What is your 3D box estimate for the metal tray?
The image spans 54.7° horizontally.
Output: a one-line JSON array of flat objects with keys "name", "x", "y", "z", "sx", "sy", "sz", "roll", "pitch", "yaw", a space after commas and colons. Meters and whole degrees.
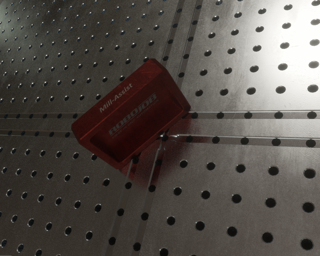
[{"name": "metal tray", "x": -0.032, "y": -0.014, "z": 0.390, "sx": 0.130, "sy": 0.090, "sz": 0.030, "roll": -40, "pitch": 51, "yaw": 0}]
